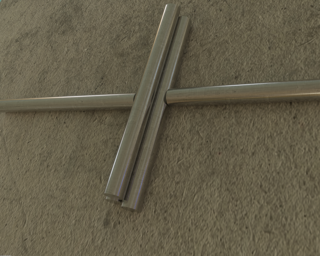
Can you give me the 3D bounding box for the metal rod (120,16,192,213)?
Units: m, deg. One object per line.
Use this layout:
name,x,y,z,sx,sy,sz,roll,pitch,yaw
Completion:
metal rod,0.001,-0.036,0.426,0.025,0.025,0.300,1,62,28

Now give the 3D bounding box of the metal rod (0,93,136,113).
metal rod,-0.164,-0.040,0.513,0.300,0.025,0.025,1,62,28

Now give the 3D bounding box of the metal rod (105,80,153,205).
metal rod,-0.019,-0.041,0.440,0.025,0.025,0.300,1,62,28

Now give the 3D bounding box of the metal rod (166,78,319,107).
metal rod,0.147,-0.042,0.353,0.300,0.025,0.025,0,62,27

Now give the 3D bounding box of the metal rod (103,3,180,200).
metal rod,-0.017,-0.052,0.419,0.025,0.025,0.300,1,62,28
